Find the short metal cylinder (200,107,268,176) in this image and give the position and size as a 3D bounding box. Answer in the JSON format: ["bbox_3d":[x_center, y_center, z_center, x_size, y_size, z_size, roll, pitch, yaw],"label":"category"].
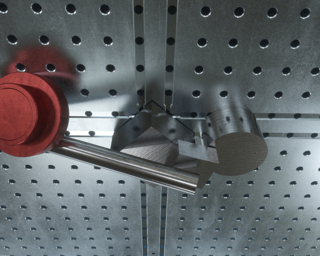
[{"bbox_3d":[0.096,0.019,0.412,0.081,0.050,0.079,0,130,0],"label":"short metal cylinder"}]

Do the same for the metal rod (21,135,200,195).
[{"bbox_3d":[-0.102,0.026,0.375,0.301,0.025,0.025,15,131,9],"label":"metal rod"}]

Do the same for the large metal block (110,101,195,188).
[{"bbox_3d":[-0.009,0.025,0.413,0.080,0.050,0.080,36,121,-27],"label":"large metal block"}]

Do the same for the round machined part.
[{"bbox_3d":[-0.158,-0.015,0.350,0.098,0.042,0.097,0,92,10],"label":"round machined part"}]

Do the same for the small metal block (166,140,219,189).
[{"bbox_3d":[0.038,0.046,0.383,0.050,0.025,0.050,14,129,-13],"label":"small metal block"}]
